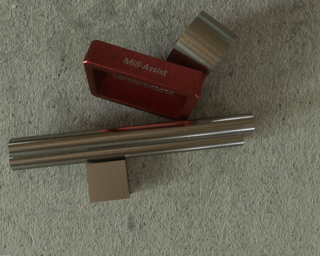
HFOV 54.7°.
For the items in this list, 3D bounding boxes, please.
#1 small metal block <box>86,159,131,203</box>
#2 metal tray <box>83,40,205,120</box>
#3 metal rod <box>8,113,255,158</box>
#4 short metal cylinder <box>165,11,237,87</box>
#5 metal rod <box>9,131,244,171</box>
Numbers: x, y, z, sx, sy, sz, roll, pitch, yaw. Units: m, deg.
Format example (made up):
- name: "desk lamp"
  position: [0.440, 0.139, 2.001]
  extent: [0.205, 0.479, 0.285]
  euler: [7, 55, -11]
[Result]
- name: "small metal block"
  position: [-0.067, 0.068, 0.409]
  extent: [0.050, 0.025, 0.050]
  euler: [-6, 90, -1]
- name: "metal tray"
  position: [-0.020, -0.052, 0.374]
  extent: [0.131, 0.090, 0.030]
  euler: [17, 70, -1]
- name: "metal rod"
  position: [-0.034, 0.009, 0.390]
  extent: [0.302, 0.025, 0.025]
  euler: [-6, 90, -1]
- name: "short metal cylinder"
  position: [0.050, -0.095, 0.383]
  extent: [0.050, 0.080, 0.080]
  euler: [37, 90, -1]
- name: "metal rod"
  position: [-0.042, 0.028, 0.409]
  extent: [0.302, 0.025, 0.025]
  euler: [-6, 90, -1]
